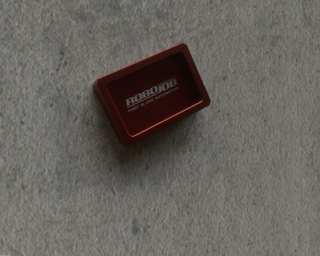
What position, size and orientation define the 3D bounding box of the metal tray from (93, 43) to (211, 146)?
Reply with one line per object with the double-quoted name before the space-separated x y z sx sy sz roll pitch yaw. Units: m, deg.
"metal tray" -0.008 -0.044 0.402 0.131 0.030 0.090 -28 99 -18
